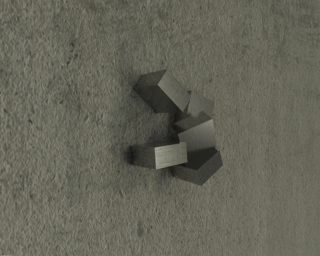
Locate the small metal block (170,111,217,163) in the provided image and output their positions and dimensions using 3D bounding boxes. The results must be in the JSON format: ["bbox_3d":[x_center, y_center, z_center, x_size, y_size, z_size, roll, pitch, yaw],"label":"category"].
[{"bbox_3d":[0.045,0.012,0.415,0.050,0.025,0.050,-23,125,-13],"label":"small metal block"}]

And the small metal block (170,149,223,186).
[{"bbox_3d":[0.050,0.050,0.428,0.050,0.050,0.025,-35,119,-34],"label":"small metal block"}]

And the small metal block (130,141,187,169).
[{"bbox_3d":[-0.002,0.032,0.386,0.050,0.050,0.025,-7,95,-40],"label":"small metal block"}]

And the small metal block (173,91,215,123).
[{"bbox_3d":[0.049,-0.021,0.445,0.050,0.025,0.050,20,78,-38],"label":"small metal block"}]

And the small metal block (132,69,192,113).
[{"bbox_3d":[0.002,-0.044,0.390,0.050,0.050,0.025,45,63,-31],"label":"small metal block"}]
